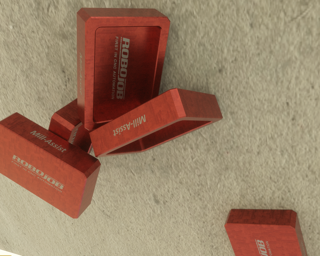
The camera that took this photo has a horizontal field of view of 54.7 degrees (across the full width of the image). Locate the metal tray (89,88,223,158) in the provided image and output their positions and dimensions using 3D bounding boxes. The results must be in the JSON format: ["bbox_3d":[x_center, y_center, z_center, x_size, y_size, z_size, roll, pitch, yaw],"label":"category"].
[{"bbox_3d":[-0.005,-0.002,0.358,0.130,0.091,0.030,-25,76,33],"label":"metal tray"}]

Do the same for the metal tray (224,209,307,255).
[{"bbox_3d":[0.152,0.173,0.430,0.090,0.030,0.129,-9,114,31],"label":"metal tray"}]

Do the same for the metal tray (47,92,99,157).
[{"bbox_3d":[-0.121,0.014,0.434,0.030,0.090,0.129,34,129,5],"label":"metal tray"}]

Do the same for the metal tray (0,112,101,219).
[{"bbox_3d":[-0.144,0.048,0.389,0.130,0.030,0.089,28,128,9],"label":"metal tray"}]

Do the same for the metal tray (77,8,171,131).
[{"bbox_3d":[-0.044,-0.064,0.347,0.030,0.091,0.129,51,141,43],"label":"metal tray"}]
